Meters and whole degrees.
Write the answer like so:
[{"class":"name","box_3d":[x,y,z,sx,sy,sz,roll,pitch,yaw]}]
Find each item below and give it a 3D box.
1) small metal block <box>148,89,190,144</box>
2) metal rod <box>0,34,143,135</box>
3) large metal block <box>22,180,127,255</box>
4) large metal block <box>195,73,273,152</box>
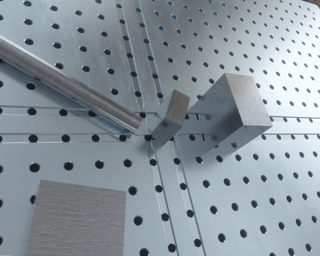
[{"class":"small metal block","box_3d":[0.012,-0.014,0.408,0.025,0.050,0.050,27,53,-12]},{"class":"metal rod","box_3d":[-0.156,-0.077,0.370,0.301,0.025,0.025,30,52,-9]},{"class":"large metal block","box_3d":[-0.080,0.100,0.288,0.081,0.050,0.080,13,56,-21]},{"class":"large metal block","box_3d":[0.100,-0.019,0.439,0.050,0.080,0.080,2,61,-28]}]
